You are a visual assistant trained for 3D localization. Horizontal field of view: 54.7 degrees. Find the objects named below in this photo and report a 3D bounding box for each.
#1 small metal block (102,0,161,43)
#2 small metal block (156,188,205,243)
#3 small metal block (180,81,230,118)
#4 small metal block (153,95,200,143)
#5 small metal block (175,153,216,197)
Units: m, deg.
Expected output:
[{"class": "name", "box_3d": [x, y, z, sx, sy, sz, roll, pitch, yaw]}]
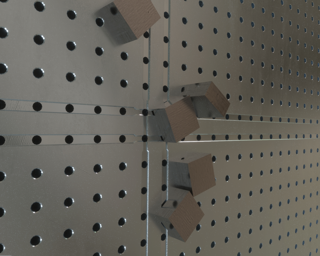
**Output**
[{"class": "small metal block", "box_3d": [-0.034, -0.142, 0.382, 0.050, 0.025, 0.050, -51, 120, -28]}, {"class": "small metal block", "box_3d": [0.030, 0.122, 0.437, 0.050, 0.025, 0.050, -46, 118, -30]}, {"class": "small metal block", "box_3d": [0.065, -0.040, 0.449, 0.050, 0.050, 0.025, 43, 64, -32]}, {"class": "small metal block", "box_3d": [0.024, -0.013, 0.431, 0.050, 0.025, 0.050, -31, 109, -36]}, {"class": "small metal block", "box_3d": [0.053, 0.067, 0.457, 0.050, 0.025, 0.050, -17, 101, -39]}]
